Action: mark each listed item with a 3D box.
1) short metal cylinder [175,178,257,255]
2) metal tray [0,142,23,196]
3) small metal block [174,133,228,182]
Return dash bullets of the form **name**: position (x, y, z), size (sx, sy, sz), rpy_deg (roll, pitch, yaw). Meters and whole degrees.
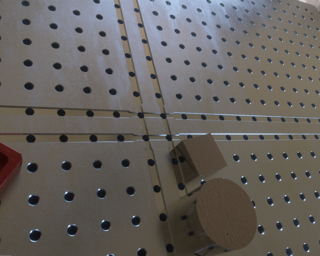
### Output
- **short metal cylinder**: position (0.065, 0.105, 0.365), size (0.081, 0.050, 0.080), rpy_deg (14, 56, -21)
- **metal tray**: position (-0.206, 0.032, 0.274), size (0.130, 0.030, 0.090), rpy_deg (32, 51, -8)
- **small metal block**: position (0.054, 0.039, 0.416), size (0.050, 0.025, 0.050), rpy_deg (-13, 68, -34)
